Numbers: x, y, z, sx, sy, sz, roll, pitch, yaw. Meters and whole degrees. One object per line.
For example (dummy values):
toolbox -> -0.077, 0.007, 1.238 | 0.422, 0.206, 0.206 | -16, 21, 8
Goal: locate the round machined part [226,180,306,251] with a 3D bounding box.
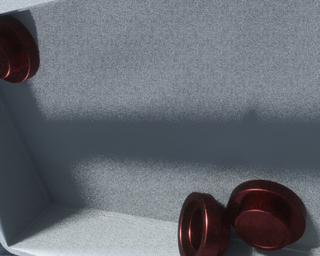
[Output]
round machined part -> 0.134, 0.119, 0.400 | 0.098, 0.042, 0.097 | 13, 124, 21

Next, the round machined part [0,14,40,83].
round machined part -> -0.229, -0.110, 0.450 | 0.098, 0.042, 0.097 | 13, 124, 21

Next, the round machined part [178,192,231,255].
round machined part -> 0.062, 0.140, 0.425 | 0.042, 0.098, 0.097 | 11, 129, -15
